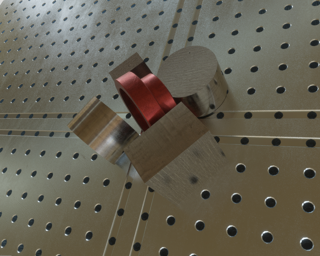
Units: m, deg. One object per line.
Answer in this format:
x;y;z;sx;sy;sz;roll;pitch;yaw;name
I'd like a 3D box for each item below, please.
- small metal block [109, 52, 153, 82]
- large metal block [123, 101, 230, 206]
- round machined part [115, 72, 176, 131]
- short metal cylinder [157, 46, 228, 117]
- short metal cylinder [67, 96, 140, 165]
-0.038;-0.074;0.456;0.050;0.050;0.025;-36;52;4;small metal block
0.021;0.031;0.343;0.080;0.080;0.050;-40;51;1;large metal block
-0.011;-0.028;0.384;0.042;0.098;0.098;-34;51;-10;round machined part
0.043;-0.060;0.405;0.080;0.050;0.080;-13;56;20;short metal cylinder
-0.073;0.003;0.407;0.080;0.080;0.050;35;82;38;short metal cylinder
